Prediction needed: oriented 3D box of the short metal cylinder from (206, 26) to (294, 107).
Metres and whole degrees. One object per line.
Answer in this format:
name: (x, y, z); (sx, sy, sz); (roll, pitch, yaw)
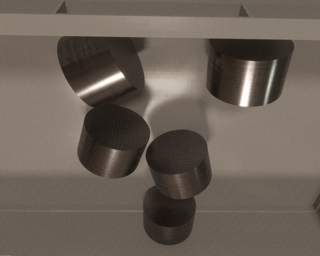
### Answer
short metal cylinder: (0.089, -0.066, 0.319); (0.081, 0.080, 0.050); (-1, 130, 0)

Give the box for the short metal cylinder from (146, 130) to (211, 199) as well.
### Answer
short metal cylinder: (0.026, 0.047, 0.414); (0.080, 0.080, 0.050); (-10, 130, 8)

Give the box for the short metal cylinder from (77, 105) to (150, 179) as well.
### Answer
short metal cylinder: (-0.058, 0.016, 0.386); (0.081, 0.080, 0.050); (14, 129, -12)

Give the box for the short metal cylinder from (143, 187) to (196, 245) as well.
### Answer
short metal cylinder: (0.014, 0.135, 0.488); (0.081, 0.080, 0.050); (1, 130, -2)

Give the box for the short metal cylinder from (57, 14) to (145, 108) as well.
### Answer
short metal cylinder: (-0.057, -0.067, 0.315); (0.050, 0.080, 0.080); (-22, 127, 17)
